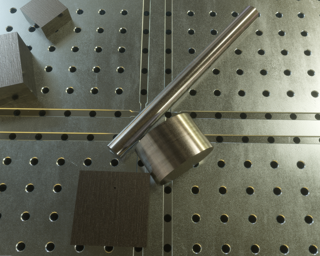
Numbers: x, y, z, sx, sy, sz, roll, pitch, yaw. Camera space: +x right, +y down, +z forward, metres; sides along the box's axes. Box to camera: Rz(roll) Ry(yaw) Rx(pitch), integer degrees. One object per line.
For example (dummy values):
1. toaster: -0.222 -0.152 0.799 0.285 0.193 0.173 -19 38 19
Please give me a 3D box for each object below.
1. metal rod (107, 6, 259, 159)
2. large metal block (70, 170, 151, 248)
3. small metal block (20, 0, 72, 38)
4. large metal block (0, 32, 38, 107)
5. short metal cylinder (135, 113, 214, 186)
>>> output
1. metal rod: 0.041 -0.073 0.438 0.025 0.025 0.301 40 74 13
2. large metal block: -0.053 0.095 0.363 0.081 0.050 0.080 2 70 0
3. small metal block: -0.174 -0.174 0.473 0.050 0.025 0.050 42 75 13
4. large metal block: -0.222 -0.076 0.424 0.081 0.050 0.080 -14 71 -5
5. short metal cylinder: 0.017 0.027 0.373 0.080 0.080 0.050 -32 73 -11
